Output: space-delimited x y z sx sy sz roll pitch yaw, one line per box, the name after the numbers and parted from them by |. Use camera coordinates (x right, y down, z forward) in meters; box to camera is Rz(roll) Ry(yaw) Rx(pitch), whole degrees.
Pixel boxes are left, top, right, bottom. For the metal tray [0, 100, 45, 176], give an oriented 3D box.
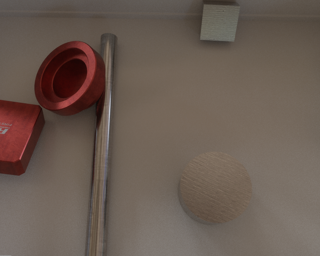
-0.221 0.005 0.380 0.131 0.030 0.090 8 50 -4 | metal tray

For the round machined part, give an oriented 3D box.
-0.113 -0.061 0.409 0.098 0.042 0.098 -9 68 23 | round machined part

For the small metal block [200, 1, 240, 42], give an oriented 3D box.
0.085 -0.156 0.452 0.050 0.050 0.025 3 34 1 | small metal block

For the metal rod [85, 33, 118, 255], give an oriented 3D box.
-0.074 0.008 0.405 0.025 0.025 0.299 0 70 -1 | metal rod

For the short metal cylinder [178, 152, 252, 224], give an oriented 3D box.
0.063 0.073 0.370 0.081 0.050 0.080 0 70 0 | short metal cylinder
